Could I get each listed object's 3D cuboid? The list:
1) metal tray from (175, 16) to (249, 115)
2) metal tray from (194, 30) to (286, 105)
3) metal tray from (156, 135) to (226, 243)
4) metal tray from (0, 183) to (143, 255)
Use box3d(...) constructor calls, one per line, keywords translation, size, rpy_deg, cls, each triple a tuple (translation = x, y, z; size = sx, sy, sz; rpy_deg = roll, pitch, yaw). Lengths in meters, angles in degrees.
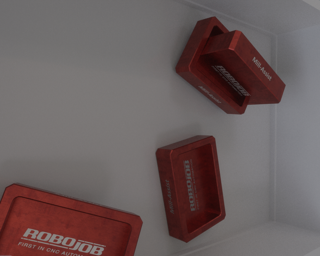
box3d(translation=(0.092, -0.088, 0.461), size=(0.130, 0.030, 0.090), rpy_deg=(33, 75, -33), cls="metal tray")
box3d(translation=(0.109, -0.080, 0.450), size=(0.130, 0.090, 0.030), rpy_deg=(35, 70, -34), cls="metal tray")
box3d(translation=(0.047, 0.082, 0.442), size=(0.091, 0.030, 0.129), rpy_deg=(-16, 100, -39), cls="metal tray")
box3d(translation=(-0.092, 0.112, 0.294), size=(0.131, 0.030, 0.090), rpy_deg=(19, 76, -15), cls="metal tray")
